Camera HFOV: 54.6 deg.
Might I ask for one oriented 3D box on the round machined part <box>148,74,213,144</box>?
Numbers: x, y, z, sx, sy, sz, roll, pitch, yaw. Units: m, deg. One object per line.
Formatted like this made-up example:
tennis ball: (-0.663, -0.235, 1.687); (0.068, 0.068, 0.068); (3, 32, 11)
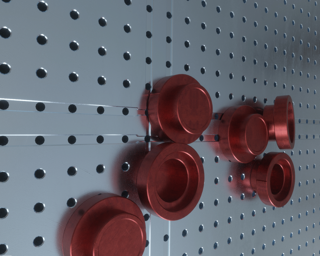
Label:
round machined part: (0.035, -0.026, 0.426); (0.099, 0.042, 0.097); (0, 90, -40)

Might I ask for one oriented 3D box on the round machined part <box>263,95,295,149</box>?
round machined part: (0.216, -0.010, 0.565); (0.098, 0.042, 0.098); (9, 79, -59)

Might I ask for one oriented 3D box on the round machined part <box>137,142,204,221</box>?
round machined part: (0.010, 0.067, 0.405); (0.099, 0.042, 0.097); (0, 90, -40)

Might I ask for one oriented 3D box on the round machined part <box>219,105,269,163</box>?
round machined part: (0.146, 0.010, 0.519); (0.099, 0.042, 0.097); (0, 90, -40)

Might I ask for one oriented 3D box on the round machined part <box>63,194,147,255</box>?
round machined part: (-0.054, 0.127, 0.352); (0.099, 0.042, 0.097); (0, 90, -40)

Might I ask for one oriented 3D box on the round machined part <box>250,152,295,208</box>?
round machined part: (0.203, 0.092, 0.566); (0.099, 0.042, 0.097); (0, 90, -40)
